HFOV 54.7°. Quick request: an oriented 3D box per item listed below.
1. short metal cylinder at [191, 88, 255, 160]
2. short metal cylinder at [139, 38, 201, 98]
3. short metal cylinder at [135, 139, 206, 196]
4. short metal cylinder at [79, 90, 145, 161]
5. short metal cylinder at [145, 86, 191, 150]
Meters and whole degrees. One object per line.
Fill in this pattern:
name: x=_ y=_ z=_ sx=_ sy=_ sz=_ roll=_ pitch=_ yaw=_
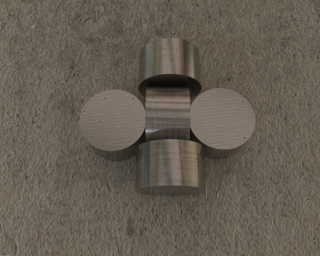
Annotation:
short metal cylinder: x=0.075 y=-0.004 z=0.397 sx=0.080 sy=0.050 sz=0.080 roll=0 pitch=70 yaw=0
short metal cylinder: x=0.013 y=-0.073 z=0.407 sx=0.081 sy=0.080 sz=0.050 roll=0 pitch=70 yaw=0
short metal cylinder: x=0.012 y=0.049 z=0.363 sx=0.081 sy=0.080 sz=0.050 roll=0 pitch=70 yaw=0
short metal cylinder: x=-0.057 y=-0.002 z=0.396 sx=0.081 sy=0.050 sz=0.080 roll=0 pitch=70 yaw=-1
short metal cylinder: x=0.009 y=-0.012 z=0.385 sx=0.050 sy=0.080 sz=0.080 roll=0 pitch=70 yaw=0
